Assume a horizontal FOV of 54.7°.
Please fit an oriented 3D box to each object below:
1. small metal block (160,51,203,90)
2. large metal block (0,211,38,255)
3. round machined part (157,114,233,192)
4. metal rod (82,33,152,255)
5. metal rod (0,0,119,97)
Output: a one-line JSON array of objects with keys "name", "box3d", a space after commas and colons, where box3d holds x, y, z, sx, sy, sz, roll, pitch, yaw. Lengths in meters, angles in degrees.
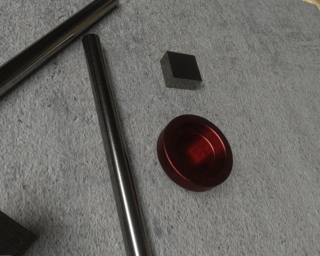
[{"name": "small metal block", "box3d": [0.032, -0.088, 0.476, 0.050, 0.025, 0.050, 2, 61, -27]}, {"name": "large metal block", "box3d": [-0.142, 0.107, 0.227, 0.050, 0.080, 0.080, 38, 51, -4]}, {"name": "round machined part", "box3d": [0.040, 0.035, 0.395, 0.099, 0.042, 0.098, 14, 56, -21]}, {"name": "metal rod", "box3d": [-0.056, 0.010, 0.368, 0.025, 0.025, 0.299, -2, 63, -30]}, {"name": "metal rod", "box3d": [-0.139, -0.108, 0.394, 0.025, 0.025, 0.301, 37, 51, -4]}]
